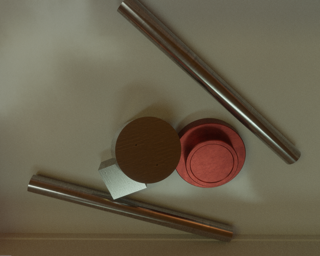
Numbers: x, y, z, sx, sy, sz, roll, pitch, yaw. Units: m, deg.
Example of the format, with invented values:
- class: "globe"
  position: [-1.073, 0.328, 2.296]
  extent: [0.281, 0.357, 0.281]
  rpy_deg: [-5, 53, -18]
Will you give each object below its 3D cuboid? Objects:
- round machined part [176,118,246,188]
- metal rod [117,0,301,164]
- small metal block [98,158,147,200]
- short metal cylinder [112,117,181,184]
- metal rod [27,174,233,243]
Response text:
- class: "round machined part"
  position: [0.067, 0.039, 0.418]
  extent: [0.099, 0.042, 0.097]
  rpy_deg: [0, 110, -1]
- class: "metal rod"
  position: [0.071, -0.052, 0.393]
  extent: [0.301, 0.025, 0.025]
  rpy_deg: [39, 105, -14]
- class: "small metal block"
  position: [-0.051, 0.066, 0.435]
  extent: [0.050, 0.025, 0.050]
  rpy_deg: [-21, 109, 7]
- class: "short metal cylinder"
  position: [-0.019, 0.027, 0.392]
  extent: [0.081, 0.050, 0.080]
  rpy_deg: [0, 88, -15]
- class: "metal rod"
  position: [-0.038, 0.120, 0.454]
  extent: [0.302, 0.025, 0.025]
  rpy_deg: [16, 109, -7]
